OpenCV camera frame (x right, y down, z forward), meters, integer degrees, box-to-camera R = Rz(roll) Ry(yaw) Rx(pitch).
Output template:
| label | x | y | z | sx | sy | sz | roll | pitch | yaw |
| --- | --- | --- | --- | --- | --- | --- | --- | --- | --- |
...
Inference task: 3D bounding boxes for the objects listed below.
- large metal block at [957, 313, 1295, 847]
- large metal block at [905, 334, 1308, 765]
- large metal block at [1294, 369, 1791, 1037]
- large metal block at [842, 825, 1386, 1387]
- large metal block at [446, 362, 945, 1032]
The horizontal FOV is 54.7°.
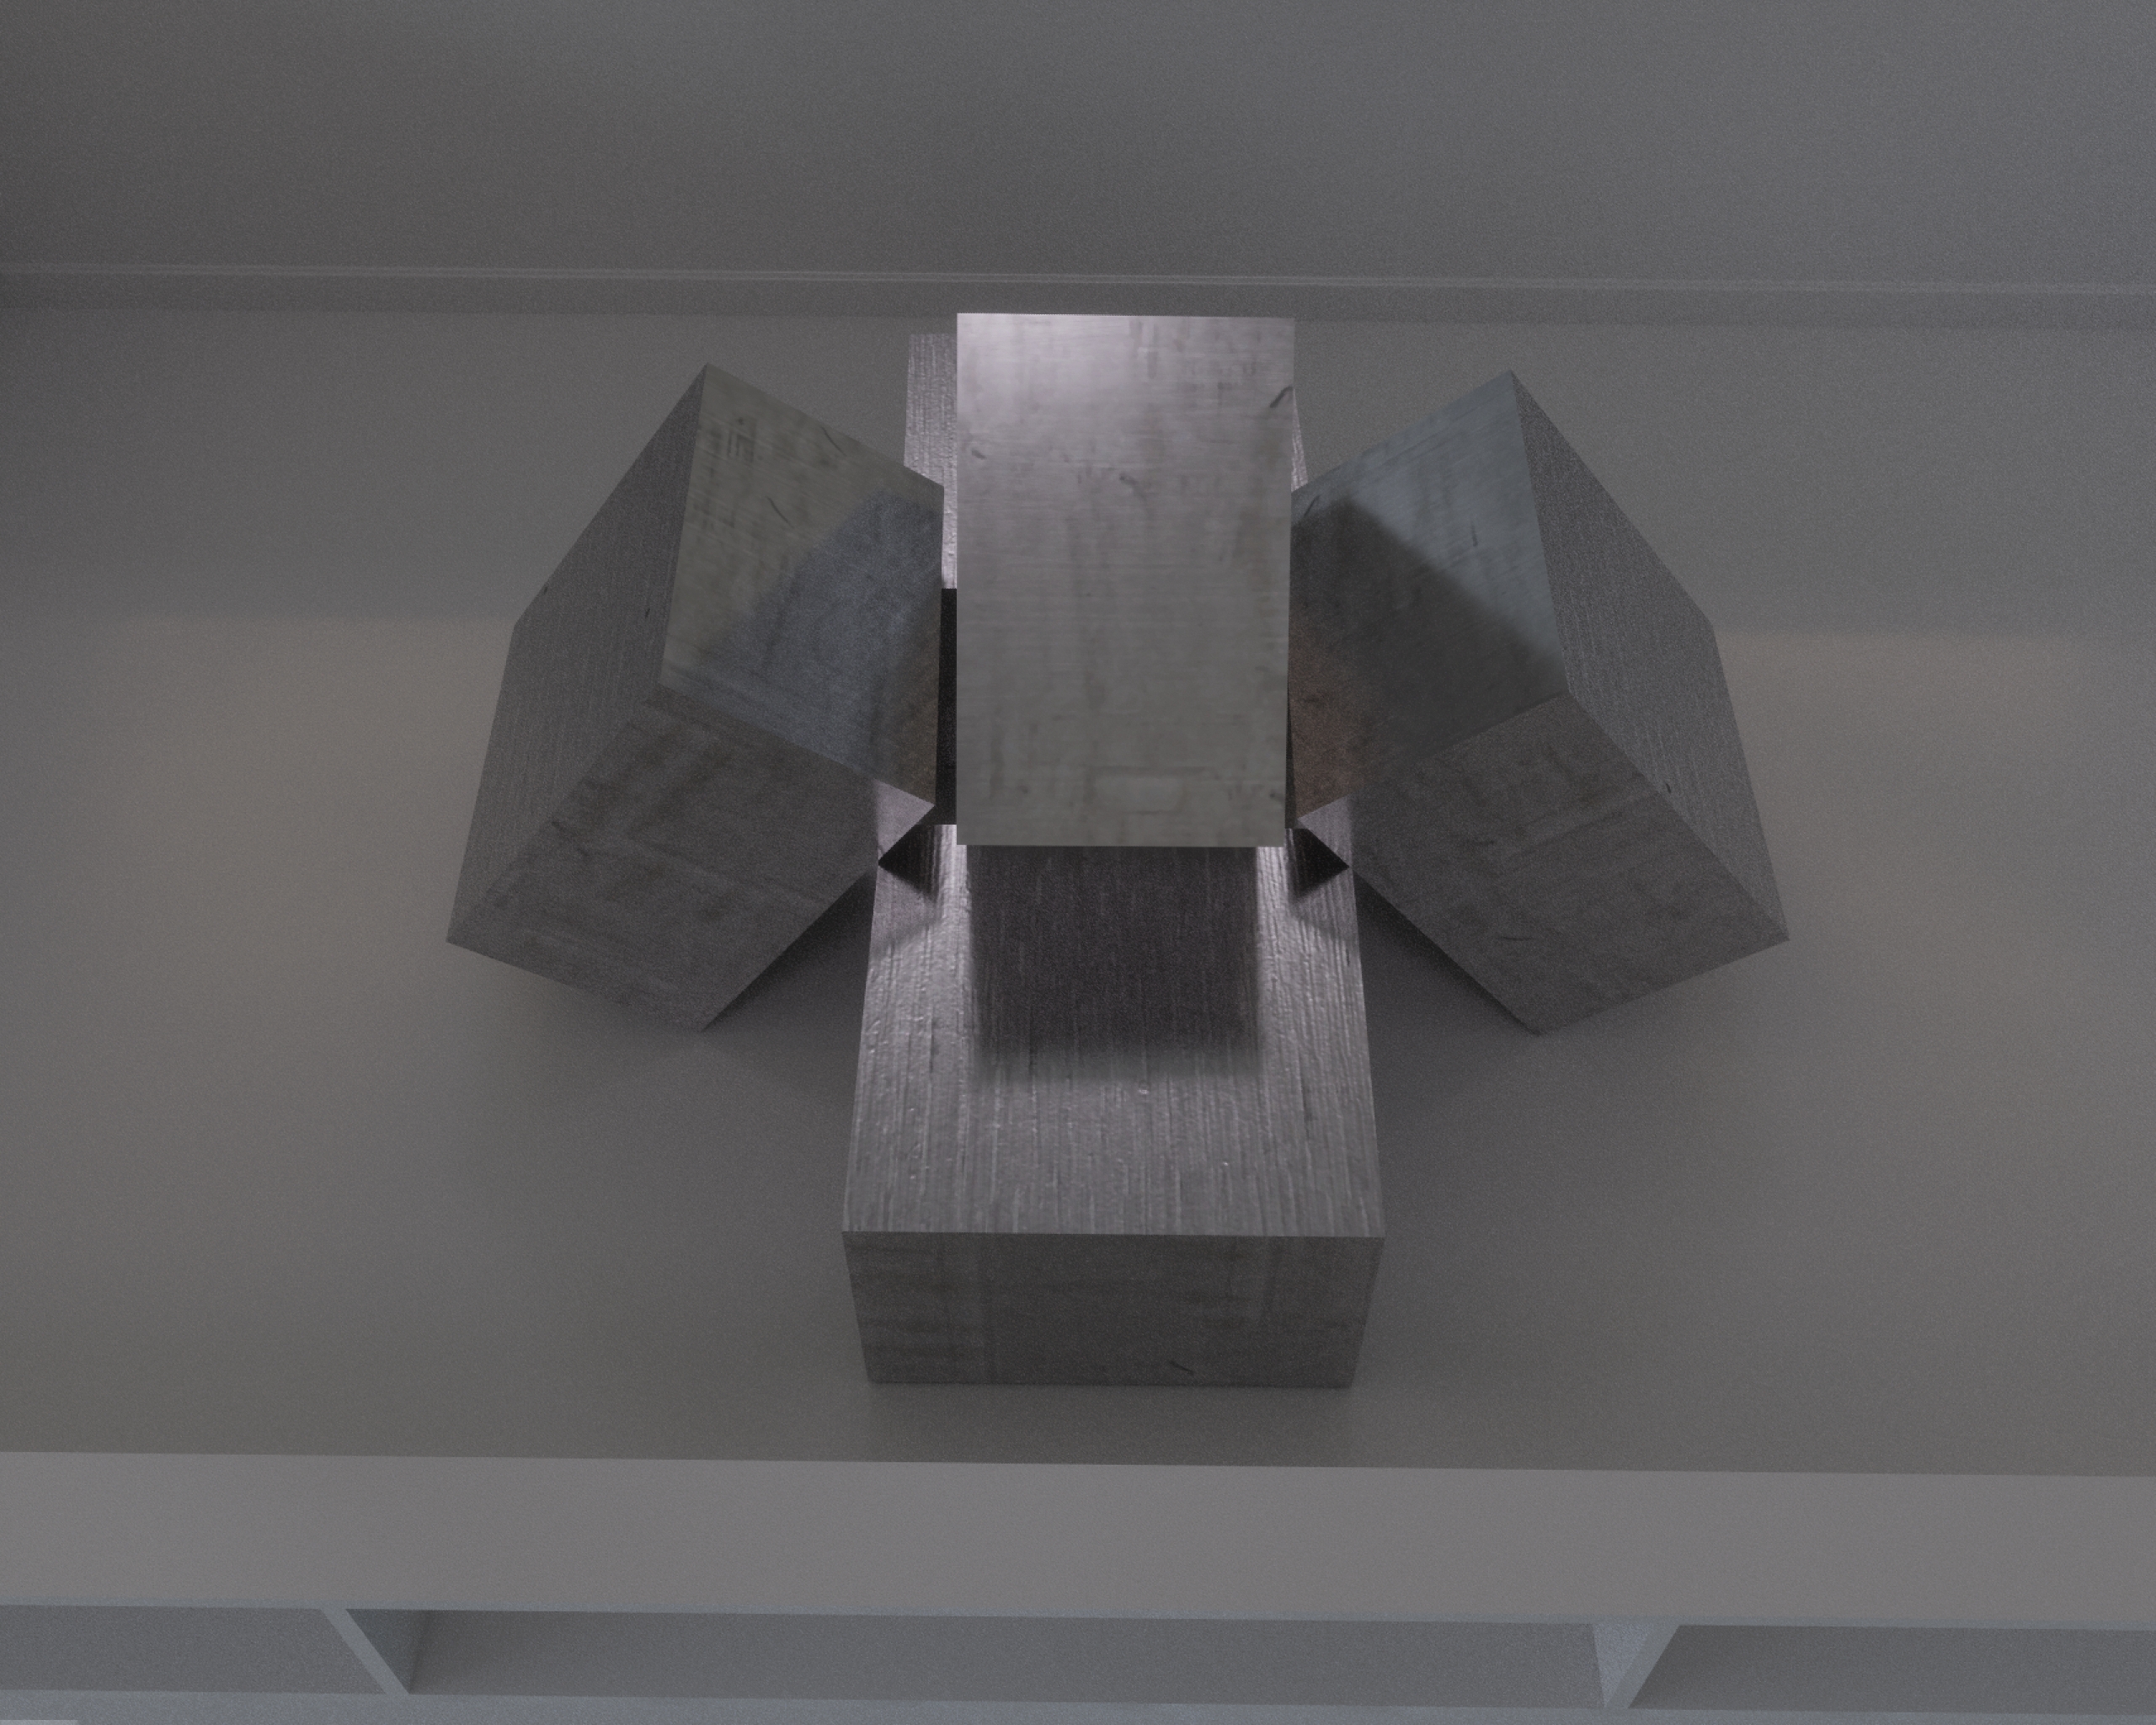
| label | x | y | z | sx | sy | sz | roll | pitch | yaw |
| --- | --- | --- | --- | --- | --- | --- | --- | --- | --- |
| large metal block | 0.006 | -0.047 | 0.355 | 0.050 | 0.079 | 0.080 | 0 | 6 | -1 |
| large metal block | 0.005 | -0.067 | 0.440 | 0.081 | 0.050 | 0.080 | -1 | 50 | -1 |
| large metal block | 0.082 | -0.028 | 0.382 | 0.050 | 0.080 | 0.080 | -26 | 43 | 29 |
| large metal block | 0.006 | 0.040 | 0.353 | 0.080 | 0.050 | 0.080 | 1 | 50 | 0 |
| large metal block | -0.068 | -0.028 | 0.381 | 0.050 | 0.080 | 0.080 | 24 | 44 | -28 |
